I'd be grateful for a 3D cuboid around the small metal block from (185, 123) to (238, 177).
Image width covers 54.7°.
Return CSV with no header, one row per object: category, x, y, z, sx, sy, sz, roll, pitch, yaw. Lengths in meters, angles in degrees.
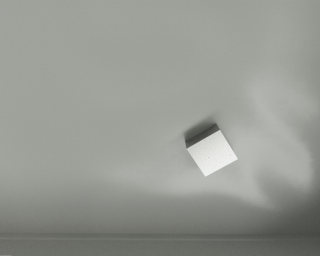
small metal block,0.070,0.030,0.424,0.050,0.025,0.050,-31,108,10
